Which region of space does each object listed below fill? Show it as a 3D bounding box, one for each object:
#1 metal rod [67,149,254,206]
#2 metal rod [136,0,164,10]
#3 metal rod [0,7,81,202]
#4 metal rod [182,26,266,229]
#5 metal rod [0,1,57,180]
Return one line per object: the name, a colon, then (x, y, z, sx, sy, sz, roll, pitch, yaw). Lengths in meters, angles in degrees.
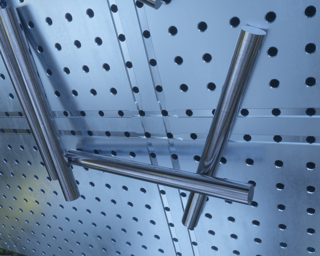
metal rod: (-0.022, 0.063, 0.438, 0.300, 0.025, 0.025, 7, 122, 32)
metal rod: (-0.129, -0.208, 0.348, 0.301, 0.025, 0.025, 29, 128, 9)
metal rod: (-0.176, -0.023, 0.466, 0.025, 0.025, 0.298, -2, 111, 29)
metal rod: (0.068, 0.024, 0.388, 0.025, 0.025, 0.298, 22, 127, 15)
metal rod: (-0.210, -0.043, 0.491, 0.025, 0.025, 0.298, 4, 121, 26)
